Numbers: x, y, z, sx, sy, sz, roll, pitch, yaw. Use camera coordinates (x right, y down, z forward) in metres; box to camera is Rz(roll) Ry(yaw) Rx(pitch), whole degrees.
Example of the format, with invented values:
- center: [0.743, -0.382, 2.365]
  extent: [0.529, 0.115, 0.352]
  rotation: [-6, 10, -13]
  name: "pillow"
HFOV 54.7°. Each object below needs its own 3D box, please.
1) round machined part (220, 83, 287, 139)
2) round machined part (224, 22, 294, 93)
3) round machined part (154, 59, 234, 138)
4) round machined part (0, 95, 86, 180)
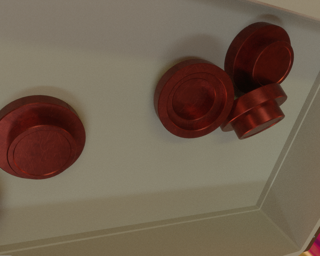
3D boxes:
- center: [0.131, -0.017, 0.429]
  extent: [0.099, 0.042, 0.098]
  rotation: [-23, 164, -7]
  name: "round machined part"
- center: [0.141, -0.090, 0.421]
  extent: [0.099, 0.042, 0.097]
  rotation: [-14, 125, -21]
  name: "round machined part"
- center: [0.039, -0.039, 0.390]
  extent: [0.099, 0.042, 0.097]
  rotation: [-8, 118, -14]
  name: "round machined part"
- center: [-0.130, 0.017, 0.338]
  extent: [0.099, 0.042, 0.097]
  rotation: [-14, 125, -21]
  name: "round machined part"
